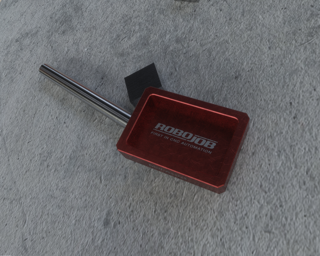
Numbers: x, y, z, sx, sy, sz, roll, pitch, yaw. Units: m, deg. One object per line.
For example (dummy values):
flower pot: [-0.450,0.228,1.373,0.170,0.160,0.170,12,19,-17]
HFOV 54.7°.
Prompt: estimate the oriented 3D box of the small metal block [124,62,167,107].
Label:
small metal block: [-0.020,-0.060,0.450,0.050,0.025,0.050,-26,53,12]

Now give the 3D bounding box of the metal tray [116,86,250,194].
metal tray: [0.027,0.010,0.360,0.130,0.030,0.090,18,71,21]

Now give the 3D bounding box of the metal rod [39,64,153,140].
metal rod: [-0.110,-0.049,0.489,0.300,0.025,0.025,30,78,37]

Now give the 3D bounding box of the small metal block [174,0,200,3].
small metal block: [0.052,-0.242,0.524,0.050,0.025,0.050,21,73,35]
